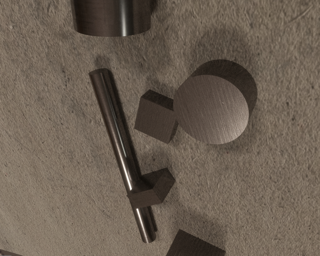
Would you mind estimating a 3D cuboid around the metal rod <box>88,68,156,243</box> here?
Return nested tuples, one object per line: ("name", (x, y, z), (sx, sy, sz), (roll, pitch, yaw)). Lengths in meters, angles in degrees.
("metal rod", (-0.050, 0.057, 0.466), (0.025, 0.025, 0.298), (1, 119, 27))

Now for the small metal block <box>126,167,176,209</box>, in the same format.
("small metal block", (-0.012, 0.087, 0.450), (0.050, 0.050, 0.025), (-22, 107, 36))

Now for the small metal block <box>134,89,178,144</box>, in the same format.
("small metal block", (-0.002, -0.014, 0.397), (0.050, 0.025, 0.050), (25, 127, 12))

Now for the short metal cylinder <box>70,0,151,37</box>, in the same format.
("short metal cylinder", (-0.050, -0.129, 0.316), (0.080, 0.080, 0.050), (14, 124, 20))

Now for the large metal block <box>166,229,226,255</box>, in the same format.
("large metal block", (0.047, 0.219, 0.480), (0.080, 0.080, 0.050), (22, 127, 14))

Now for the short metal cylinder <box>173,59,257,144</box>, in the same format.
("short metal cylinder", (0.061, -0.029, 0.340), (0.080, 0.050, 0.079), (13, 124, 20))
